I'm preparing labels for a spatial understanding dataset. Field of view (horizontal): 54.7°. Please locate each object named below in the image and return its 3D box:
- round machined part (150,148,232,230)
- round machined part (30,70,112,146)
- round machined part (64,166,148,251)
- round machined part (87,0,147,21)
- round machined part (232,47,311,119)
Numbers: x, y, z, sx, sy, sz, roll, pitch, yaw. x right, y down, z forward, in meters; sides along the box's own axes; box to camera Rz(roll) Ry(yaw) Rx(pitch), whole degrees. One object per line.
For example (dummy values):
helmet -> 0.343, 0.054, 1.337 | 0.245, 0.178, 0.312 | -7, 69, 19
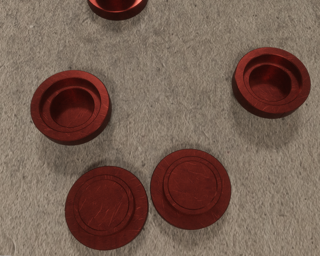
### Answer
round machined part -> 0.037, 0.071, 0.374 | 0.099, 0.042, 0.098 | 0, 70, -1
round machined part -> -0.112, -0.023, 0.406 | 0.099, 0.042, 0.098 | 0, 70, -1
round machined part -> -0.063, 0.092, 0.365 | 0.099, 0.042, 0.098 | 0, 70, -1
round machined part -> -0.068, -0.219, 0.479 | 0.099, 0.042, 0.098 | 0, 70, -1
round machined part -> 0.147, -0.057, 0.422 | 0.099, 0.042, 0.098 | 0, 70, -1
